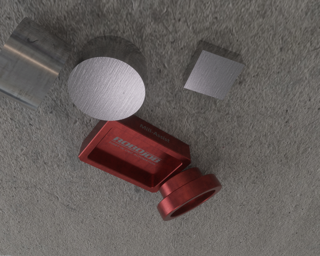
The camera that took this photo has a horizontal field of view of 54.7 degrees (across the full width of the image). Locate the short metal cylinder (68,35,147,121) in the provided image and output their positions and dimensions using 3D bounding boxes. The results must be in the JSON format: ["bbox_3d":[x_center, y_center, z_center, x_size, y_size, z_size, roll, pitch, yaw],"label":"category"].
[{"bbox_3d":[-0.056,-0.055,0.344,0.081,0.050,0.079,0,130,0],"label":"short metal cylinder"}]

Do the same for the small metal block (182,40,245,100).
[{"bbox_3d":[0.059,-0.065,0.353,0.050,0.025,0.050,16,128,-14],"label":"small metal block"}]

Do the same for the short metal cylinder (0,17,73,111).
[{"bbox_3d":[-0.132,-0.064,0.316,0.050,0.080,0.080,31,124,-24],"label":"short metal cylinder"}]

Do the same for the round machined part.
[{"bbox_3d":[0.038,0.093,0.456,0.099,0.042,0.098,-26,156,-12],"label":"round machined part"}]

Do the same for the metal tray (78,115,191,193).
[{"bbox_3d":[-0.034,0.034,0.432,0.131,0.030,0.090,29,124,-23],"label":"metal tray"}]
